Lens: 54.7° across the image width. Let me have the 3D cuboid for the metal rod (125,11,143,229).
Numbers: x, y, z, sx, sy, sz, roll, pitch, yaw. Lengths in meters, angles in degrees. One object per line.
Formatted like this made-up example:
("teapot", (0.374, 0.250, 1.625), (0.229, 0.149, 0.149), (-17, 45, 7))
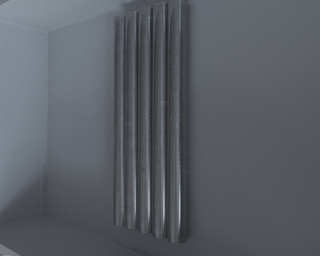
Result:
("metal rod", (-0.037, -0.011, 0.436), (0.025, 0.025, 0.298), (0, 90, 40))

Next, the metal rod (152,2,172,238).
("metal rod", (0.003, -0.010, 0.403), (0.025, 0.025, 0.298), (0, 90, 40))

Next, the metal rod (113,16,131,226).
("metal rod", (-0.055, -0.010, 0.451), (0.025, 0.025, 0.298), (0, 90, 40))

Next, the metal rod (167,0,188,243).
("metal rod", (0.022, -0.009, 0.387), (0.025, 0.025, 0.298), (0, 90, 40))

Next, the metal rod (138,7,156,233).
("metal rod", (-0.017, -0.011, 0.419), (0.025, 0.025, 0.298), (0, 90, 40))
